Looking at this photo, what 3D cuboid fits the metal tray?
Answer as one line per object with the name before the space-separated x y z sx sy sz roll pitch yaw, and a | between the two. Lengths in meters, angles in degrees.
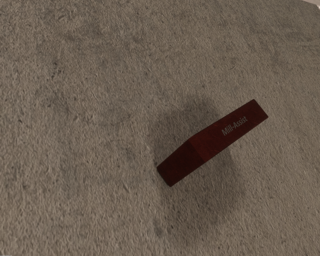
metal tray | 0.067 0.018 0.388 0.131 0.090 0.030 -28 78 -38
